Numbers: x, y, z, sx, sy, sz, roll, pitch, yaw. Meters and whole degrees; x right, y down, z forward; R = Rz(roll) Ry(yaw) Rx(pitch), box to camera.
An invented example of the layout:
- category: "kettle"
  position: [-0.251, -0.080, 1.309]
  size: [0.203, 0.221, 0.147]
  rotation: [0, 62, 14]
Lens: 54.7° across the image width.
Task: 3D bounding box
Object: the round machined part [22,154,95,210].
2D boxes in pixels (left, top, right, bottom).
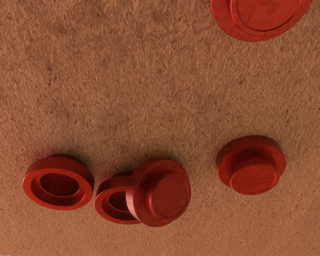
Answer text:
- category: "round machined part"
  position: [-0.146, 0.076, 0.459]
  size: [0.099, 0.042, 0.097]
  rotation: [0, 130, 0]

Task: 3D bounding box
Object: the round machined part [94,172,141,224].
- category: "round machined part"
  position: [-0.050, 0.106, 0.486]
  size: [0.099, 0.042, 0.097]
  rotation: [0, 130, 0]

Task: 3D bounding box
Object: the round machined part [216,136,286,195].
- category: "round machined part"
  position: [0.133, 0.060, 0.449]
  size: [0.099, 0.042, 0.097]
  rotation: [0, 130, 0]

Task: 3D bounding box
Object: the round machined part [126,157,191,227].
- category: "round machined part"
  position: [0.005, 0.092, 0.437]
  size: [0.098, 0.098, 0.042]
  rotation: [43, 161, -30]

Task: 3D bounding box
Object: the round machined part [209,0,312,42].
- category: "round machined part"
  position: [0.097, -0.126, 0.290]
  size: [0.099, 0.042, 0.097]
  rotation: [0, 130, 0]
